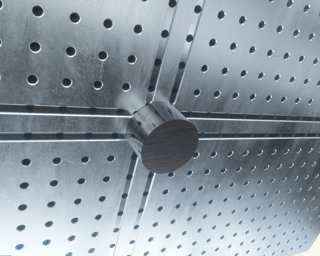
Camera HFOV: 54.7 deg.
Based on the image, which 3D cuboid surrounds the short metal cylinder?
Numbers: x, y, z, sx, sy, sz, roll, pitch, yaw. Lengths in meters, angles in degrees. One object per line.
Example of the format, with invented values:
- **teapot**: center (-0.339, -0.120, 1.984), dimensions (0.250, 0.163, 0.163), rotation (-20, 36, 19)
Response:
- **short metal cylinder**: center (0.003, 0.013, 0.405), dimensions (0.081, 0.050, 0.079), rotation (-14, 125, -21)
